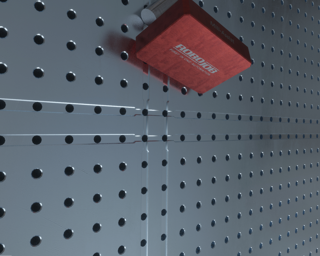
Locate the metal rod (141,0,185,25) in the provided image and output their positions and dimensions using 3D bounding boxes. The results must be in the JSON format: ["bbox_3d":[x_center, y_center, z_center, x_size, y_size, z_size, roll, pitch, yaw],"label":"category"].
[{"bbox_3d":[0.073,-0.239,0.472,0.301,0.025,0.025,-48,119,-29],"label":"metal rod"}]

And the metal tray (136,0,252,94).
[{"bbox_3d":[0.045,-0.099,0.403,0.131,0.090,0.030,23,52,-38],"label":"metal tray"}]
